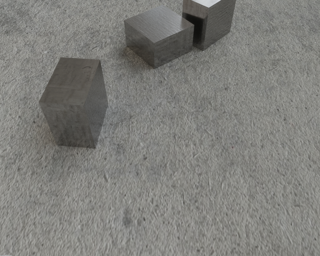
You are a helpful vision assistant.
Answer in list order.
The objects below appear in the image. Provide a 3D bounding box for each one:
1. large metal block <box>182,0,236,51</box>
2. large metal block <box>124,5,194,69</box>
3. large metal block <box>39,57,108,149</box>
[{"bbox_3d":[0.083,-0.192,0.530,0.050,0.080,0.080,35,58,26],"label":"large metal block"},{"bbox_3d":[-0.002,-0.153,0.516,0.081,0.050,0.080,-31,57,-23],"label":"large metal block"},{"bbox_3d":[-0.104,-0.031,0.393,0.050,0.080,0.080,4,50,3],"label":"large metal block"}]
